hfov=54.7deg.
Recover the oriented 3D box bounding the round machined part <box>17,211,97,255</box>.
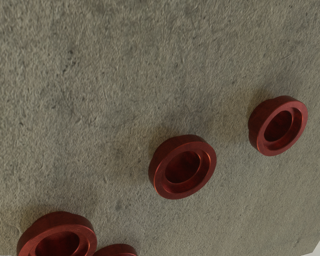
[{"bbox_3d":[-0.138,0.151,0.414,0.099,0.042,0.097,-14,124,-21],"label":"round machined part"}]

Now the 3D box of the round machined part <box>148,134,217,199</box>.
[{"bbox_3d":[0.028,0.051,0.442,0.099,0.042,0.097,-14,124,-21],"label":"round machined part"}]

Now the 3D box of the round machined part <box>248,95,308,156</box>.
[{"bbox_3d":[0.180,-0.007,0.489,0.099,0.042,0.097,-14,124,-21],"label":"round machined part"}]

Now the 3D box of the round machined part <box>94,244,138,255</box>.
[{"bbox_3d":[-0.076,0.239,0.502,0.099,0.042,0.097,-14,124,-21],"label":"round machined part"}]
